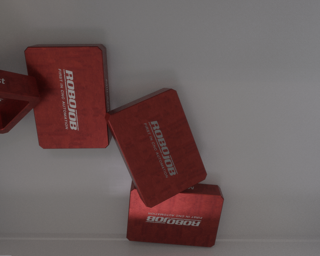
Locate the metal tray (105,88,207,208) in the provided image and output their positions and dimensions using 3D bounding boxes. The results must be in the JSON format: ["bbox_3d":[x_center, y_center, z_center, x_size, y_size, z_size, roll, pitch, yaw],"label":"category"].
[{"bbox_3d":[-0.003,0.024,0.397,0.091,0.030,0.129,-25,106,-14],"label":"metal tray"}]

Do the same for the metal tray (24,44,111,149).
[{"bbox_3d":[-0.112,-0.039,0.393,0.091,0.030,0.129,-1,110,0],"label":"metal tray"}]

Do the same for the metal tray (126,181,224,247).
[{"bbox_3d":[0.020,0.125,0.455,0.131,0.030,0.089,6,110,-3],"label":"metal tray"}]

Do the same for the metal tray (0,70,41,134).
[{"bbox_3d":[-0.210,-0.030,0.328,0.090,0.131,0.030,-33,67,31],"label":"metal tray"}]
